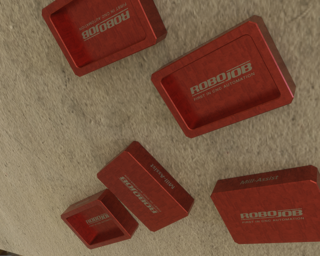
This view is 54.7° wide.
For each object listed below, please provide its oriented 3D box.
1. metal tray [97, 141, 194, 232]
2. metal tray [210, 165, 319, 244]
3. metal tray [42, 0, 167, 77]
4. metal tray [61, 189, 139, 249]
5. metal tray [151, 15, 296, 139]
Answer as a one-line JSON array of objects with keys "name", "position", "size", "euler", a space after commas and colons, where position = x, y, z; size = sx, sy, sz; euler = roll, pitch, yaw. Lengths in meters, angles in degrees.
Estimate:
[{"name": "metal tray", "position": [-0.023, 0.092, 0.471], "size": [0.130, 0.030, 0.090], "euler": [46, 129, -5]}, {"name": "metal tray", "position": [0.142, 0.101, 0.391], "size": [0.130, 0.030, 0.090], "euler": [-17, 110, 34]}, {"name": "metal tray", "position": [-0.067, -0.122, 0.361], "size": [0.130, 0.030, 0.090], "euler": [-14, 112, 33]}, {"name": "metal tray", "position": [-0.112, 0.169, 0.565], "size": [0.130, 0.030, 0.090], "euler": [-29, 103, 37]}, {"name": "metal tray", "position": [0.065, -0.049, 0.337], "size": [0.130, 0.030, 0.090], "euler": [-22, 107, 36]}]
